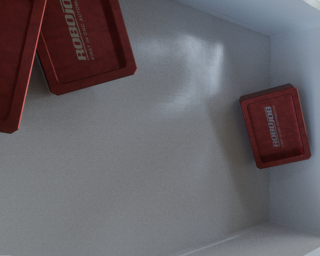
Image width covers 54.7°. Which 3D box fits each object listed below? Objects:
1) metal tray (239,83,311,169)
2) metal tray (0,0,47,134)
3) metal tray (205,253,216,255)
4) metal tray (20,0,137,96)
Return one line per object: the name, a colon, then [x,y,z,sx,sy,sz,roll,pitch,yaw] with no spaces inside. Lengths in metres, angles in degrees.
metal tray: [0.195,-0.001,0.527,0.030,0.090,0.129,-64,137,-68]
metal tray: [-0.152,-0.067,0.252,0.091,0.030,0.129,12,90,-27]
metal tray: [0.048,0.254,0.445,0.131,0.030,0.089,-17,102,-39]
metal tray: [-0.085,-0.106,0.312,0.091,0.030,0.129,-19,103,-18]
